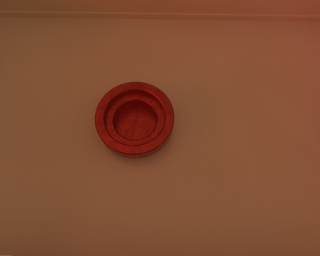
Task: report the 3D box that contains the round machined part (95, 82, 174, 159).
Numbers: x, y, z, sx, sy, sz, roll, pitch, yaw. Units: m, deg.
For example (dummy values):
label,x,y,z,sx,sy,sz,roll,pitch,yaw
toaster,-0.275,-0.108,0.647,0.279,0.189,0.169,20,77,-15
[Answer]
label,x,y,z,sx,sy,sz,roll,pitch,yaw
round machined part,-0.032,-0.007,0.403,0.099,0.042,0.098,0,70,0
